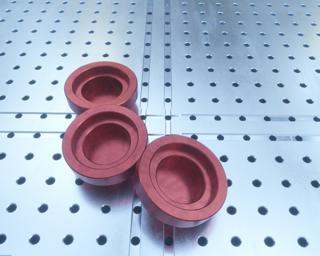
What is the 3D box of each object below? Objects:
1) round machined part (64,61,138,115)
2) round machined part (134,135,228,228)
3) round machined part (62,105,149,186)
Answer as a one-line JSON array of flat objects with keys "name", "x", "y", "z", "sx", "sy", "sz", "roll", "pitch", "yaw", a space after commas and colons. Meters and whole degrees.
[{"name": "round machined part", "x": -0.080, "y": -0.047, "z": 0.435, "sx": 0.099, "sy": 0.042, "sz": 0.098, "roll": 0, "pitch": 50, "yaw": 0}, {"name": "round machined part", "x": 0.019, "y": 0.059, "z": 0.335, "sx": 0.099, "sy": 0.042, "sz": 0.098, "roll": 11, "pitch": 53, "yaw": -15}, {"name": "round machined part", "x": -0.061, "y": 0.023, "z": 0.370, "sx": 0.099, "sy": 0.042, "sz": 0.098, "roll": -2, "pitch": 58, "yaw": 3}]
